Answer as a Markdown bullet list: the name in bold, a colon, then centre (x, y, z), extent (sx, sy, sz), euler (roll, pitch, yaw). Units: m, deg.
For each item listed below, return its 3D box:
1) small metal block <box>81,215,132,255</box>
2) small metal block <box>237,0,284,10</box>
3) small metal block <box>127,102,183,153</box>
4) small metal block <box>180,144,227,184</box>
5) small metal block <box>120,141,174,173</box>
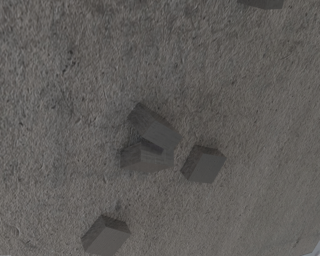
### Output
- **small metal block**: centre (-0.080, 0.163, 0.463), extent (0.050, 0.025, 0.050), euler (33, 100, -38)
- **small metal block**: centre (0.117, -0.166, 0.352), extent (0.025, 0.050, 0.050), euler (-12, 124, -22)
- **small metal block**: centre (-0.007, -0.001, 0.386), extent (0.050, 0.050, 0.025), euler (31, 101, -38)
- **small metal block**: centre (0.067, 0.057, 0.479), extent (0.050, 0.025, 0.050), euler (13, 112, -34)
- **small metal block**: centre (-0.017, 0.040, 0.404), extent (0.050, 0.050, 0.025), euler (14, 66, -34)
